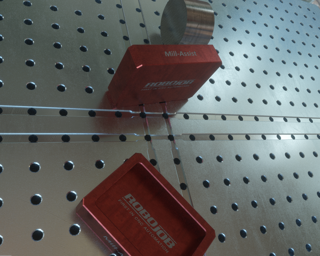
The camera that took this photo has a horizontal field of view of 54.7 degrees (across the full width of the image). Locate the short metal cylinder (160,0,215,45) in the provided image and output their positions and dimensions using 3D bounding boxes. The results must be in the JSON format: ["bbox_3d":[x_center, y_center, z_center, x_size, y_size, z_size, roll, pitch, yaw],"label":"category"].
[{"bbox_3d":[0.042,-0.165,0.496,0.050,0.080,0.080,-2,63,-29],"label":"short metal cylinder"}]

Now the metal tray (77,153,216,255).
[{"bbox_3d":[-0.012,0.102,0.335,0.130,0.030,0.091,46,51,4],"label":"metal tray"}]

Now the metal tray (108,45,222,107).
[{"bbox_3d":[0.007,-0.070,0.412,0.131,0.090,0.030,-10,67,-32],"label":"metal tray"}]
